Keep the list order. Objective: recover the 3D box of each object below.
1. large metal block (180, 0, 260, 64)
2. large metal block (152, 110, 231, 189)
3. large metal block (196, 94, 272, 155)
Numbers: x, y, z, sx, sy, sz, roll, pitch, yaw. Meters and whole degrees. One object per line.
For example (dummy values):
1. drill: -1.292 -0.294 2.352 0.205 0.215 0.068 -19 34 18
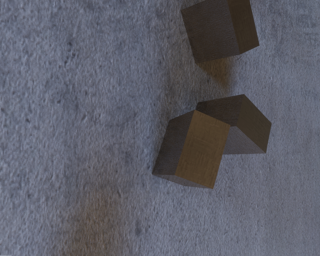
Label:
1. large metal block: 0.085 -0.143 0.443 0.050 0.080 0.080 -30 109 -36
2. large metal block: 0.037 0.029 0.394 0.050 0.080 0.080 22 75 -16
3. large metal block: 0.104 -0.001 0.456 0.080 0.080 0.050 36 62 -35
